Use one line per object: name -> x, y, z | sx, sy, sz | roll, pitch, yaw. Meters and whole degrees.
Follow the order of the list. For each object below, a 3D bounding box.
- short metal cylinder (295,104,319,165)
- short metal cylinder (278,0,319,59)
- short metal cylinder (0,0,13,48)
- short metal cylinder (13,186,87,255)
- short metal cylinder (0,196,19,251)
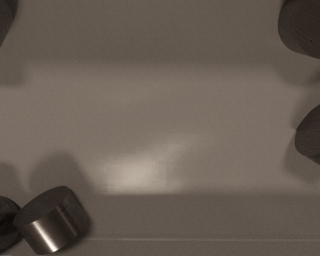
short metal cylinder -> 0.220, 0.011, 0.389 | 0.050, 0.080, 0.080 | 30, 107, -11
short metal cylinder -> 0.185, -0.122, 0.356 | 0.081, 0.050, 0.079 | 0, 110, -1
short metal cylinder -> -0.209, -0.114, 0.332 | 0.080, 0.050, 0.080 | 4, 148, 2
short metal cylinder -> -0.150, 0.125, 0.426 | 0.080, 0.080, 0.050 | -23, 109, 8
short metal cylinder -> -0.244, 0.135, 0.426 | 0.080, 0.050, 0.080 | -1, 79, 7
